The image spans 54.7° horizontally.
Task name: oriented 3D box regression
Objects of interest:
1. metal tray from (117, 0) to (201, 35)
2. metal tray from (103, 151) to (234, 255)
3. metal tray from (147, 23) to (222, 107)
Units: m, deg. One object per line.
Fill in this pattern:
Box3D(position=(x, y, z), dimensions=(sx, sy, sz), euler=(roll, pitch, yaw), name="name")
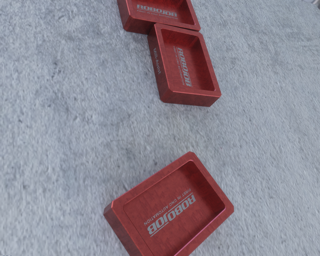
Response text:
Box3D(position=(-0.003, -0.197, 0.520), dimensions=(0.131, 0.030, 0.090), euler=(0, 62, -29), name="metal tray")
Box3D(position=(0.014, 0.094, 0.352), dimensions=(0.131, 0.030, 0.090), euler=(-28, 77, -38), name="metal tray")
Box3D(position=(0.036, -0.098, 0.481), dimensions=(0.091, 0.030, 0.130), euler=(3, 60, -27), name="metal tray")
